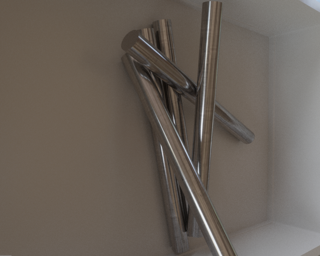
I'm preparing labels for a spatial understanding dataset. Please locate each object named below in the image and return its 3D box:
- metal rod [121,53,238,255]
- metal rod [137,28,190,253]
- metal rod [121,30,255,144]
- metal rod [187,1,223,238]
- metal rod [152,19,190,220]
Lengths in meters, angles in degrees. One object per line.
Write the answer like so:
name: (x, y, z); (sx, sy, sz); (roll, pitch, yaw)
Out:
metal rod: (0.027, 0.044, 0.355); (0.025, 0.025, 0.299); (-17, 77, -39)
metal rod: (0.005, 0.022, 0.412); (0.025, 0.025, 0.298); (-16, 101, -39)
metal rod: (0.060, -0.038, 0.433); (0.301, 0.025, 0.025); (31, 71, -45)
metal rod: (0.056, -0.004, 0.398); (0.025, 0.025, 0.298); (-5, 102, -40)
metal rod: (0.025, 0.005, 0.429); (0.025, 0.025, 0.298); (-15, 100, -39)
